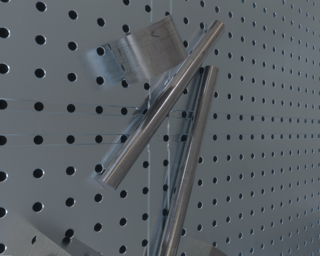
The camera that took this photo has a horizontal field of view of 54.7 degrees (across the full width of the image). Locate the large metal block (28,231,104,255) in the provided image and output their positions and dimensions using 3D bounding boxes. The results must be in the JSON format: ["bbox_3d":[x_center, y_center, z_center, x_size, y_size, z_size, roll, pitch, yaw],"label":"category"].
[{"bbox_3d":[-0.096,0.153,0.294,0.050,0.080,0.080,32,70,-36],"label":"large metal block"}]

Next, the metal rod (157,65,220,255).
[{"bbox_3d":[0.042,0.051,0.444,0.025,0.025,0.299,25,75,-38],"label":"metal rod"}]

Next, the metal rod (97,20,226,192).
[{"bbox_3d":[0.015,-0.046,0.421,0.025,0.025,0.301,49,61,-29],"label":"metal rod"}]

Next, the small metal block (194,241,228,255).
[{"bbox_3d":[0.075,0.209,0.474,0.050,0.025,0.050,43,64,-32],"label":"small metal block"}]

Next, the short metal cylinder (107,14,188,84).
[{"bbox_3d":[-0.014,-0.092,0.362,0.080,0.080,0.050,-39,114,-33],"label":"short metal cylinder"}]
